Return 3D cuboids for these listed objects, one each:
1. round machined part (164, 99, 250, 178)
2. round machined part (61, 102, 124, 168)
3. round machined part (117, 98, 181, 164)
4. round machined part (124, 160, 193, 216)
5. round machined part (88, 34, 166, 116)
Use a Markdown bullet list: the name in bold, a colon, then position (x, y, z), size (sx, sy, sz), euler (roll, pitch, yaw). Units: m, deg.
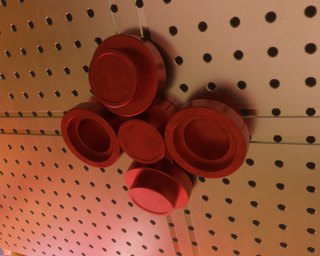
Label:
- **round machined part**: position (0.059, 0.009, 0.374), size (0.098, 0.042, 0.097), euler (13, 124, 20)
- **round machined part**: position (-0.090, 0.006, 0.449), size (0.098, 0.042, 0.097), euler (13, 124, 20)
- **round machined part**: position (-0.016, 0.009, 0.411), size (0.098, 0.042, 0.097), euler (13, 124, 20)
- **round machined part**: position (-0.006, 0.089, 0.442), size (0.098, 0.042, 0.097), euler (15, 139, 14)
- **round machined part**: position (-0.046, -0.062, 0.370), size (0.098, 0.042, 0.097), euler (8, 108, 27)
